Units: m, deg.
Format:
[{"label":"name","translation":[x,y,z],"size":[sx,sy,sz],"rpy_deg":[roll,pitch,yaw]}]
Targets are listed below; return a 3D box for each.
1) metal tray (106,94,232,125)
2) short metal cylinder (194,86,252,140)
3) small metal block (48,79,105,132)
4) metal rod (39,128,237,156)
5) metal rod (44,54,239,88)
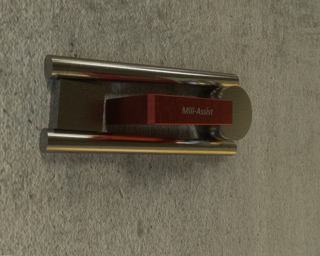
[{"label":"metal tray","translation":[0.013,-0.019,0.373],"size":[0.131,0.090,0.030],"rpy_deg":[0,90,-40]},{"label":"short metal cylinder","translation":[0.095,-0.022,0.469],"size":[0.081,0.050,0.079],"rpy_deg":[0,90,-40]},{"label":"small metal block","translation":[-0.089,-0.023,0.332],"size":[0.050,0.025,0.050],"rpy_deg":[5,87,-40]},{"label":"metal rod","translation":[-0.001,0.023,0.406],"size":[0.302,0.025,0.025],"rpy_deg":[5,87,-40]},{"label":"metal rod","translation":[0.003,-0.069,0.409],"size":[0.302,0.025,0.025],"rpy_deg":[-4,93,-40]}]
